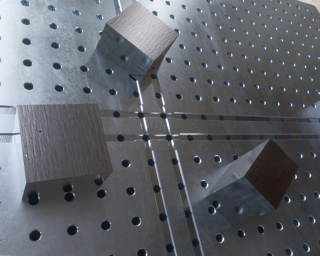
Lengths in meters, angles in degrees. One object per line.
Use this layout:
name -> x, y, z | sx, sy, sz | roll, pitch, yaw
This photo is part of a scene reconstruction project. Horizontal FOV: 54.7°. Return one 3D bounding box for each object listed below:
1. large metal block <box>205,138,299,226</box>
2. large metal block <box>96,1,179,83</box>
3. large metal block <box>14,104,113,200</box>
large metal block -> 0.117, 0.070, 0.395 | 0.050, 0.080, 0.080 | 46, 51, 3
large metal block -> -0.032, -0.127, 0.454 | 0.080, 0.050, 0.080 | 38, 51, -3
large metal block -> -0.103, 0.022, 0.324 | 0.081, 0.050, 0.080 | -4, 64, -30
